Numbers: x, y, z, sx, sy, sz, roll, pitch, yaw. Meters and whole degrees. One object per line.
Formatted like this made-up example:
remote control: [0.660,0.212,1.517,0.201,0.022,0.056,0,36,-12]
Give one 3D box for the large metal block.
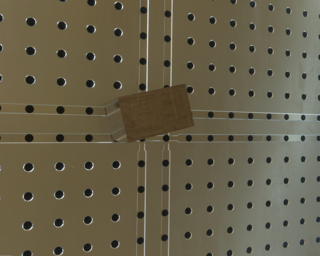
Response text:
large metal block: [-0.016,-0.018,0.378,0.081,0.080,0.050,-14,95,-20]
